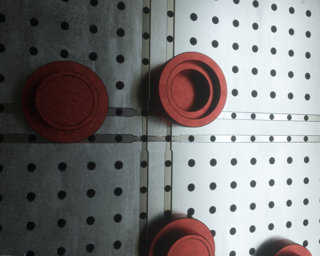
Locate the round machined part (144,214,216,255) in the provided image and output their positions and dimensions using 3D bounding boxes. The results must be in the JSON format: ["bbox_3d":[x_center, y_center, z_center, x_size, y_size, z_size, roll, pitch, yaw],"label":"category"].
[{"bbox_3d":[0.032,0.169,0.415,0.099,0.042,0.097,0,90,-20],"label":"round machined part"}]

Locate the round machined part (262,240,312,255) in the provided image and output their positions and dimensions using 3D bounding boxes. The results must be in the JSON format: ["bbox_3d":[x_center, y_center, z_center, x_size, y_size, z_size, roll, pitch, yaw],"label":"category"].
[{"bbox_3d":[0.203,0.228,0.478,0.099,0.042,0.097,0,90,-20],"label":"round machined part"}]

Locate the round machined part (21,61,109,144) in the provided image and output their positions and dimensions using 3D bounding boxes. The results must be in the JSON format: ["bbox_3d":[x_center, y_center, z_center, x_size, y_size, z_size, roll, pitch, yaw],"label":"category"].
[{"bbox_3d":[-0.109,-0.030,0.363,0.099,0.042,0.097,0,90,-20],"label":"round machined part"}]

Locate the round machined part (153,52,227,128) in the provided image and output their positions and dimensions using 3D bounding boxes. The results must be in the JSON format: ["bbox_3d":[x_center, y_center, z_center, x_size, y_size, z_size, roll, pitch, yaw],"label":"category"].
[{"bbox_3d":[0.037,-0.049,0.417,0.099,0.042,0.097,0,90,-20],"label":"round machined part"}]
